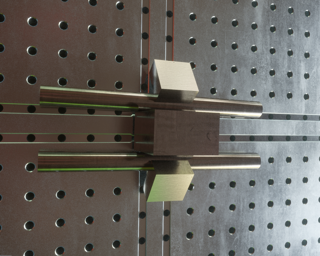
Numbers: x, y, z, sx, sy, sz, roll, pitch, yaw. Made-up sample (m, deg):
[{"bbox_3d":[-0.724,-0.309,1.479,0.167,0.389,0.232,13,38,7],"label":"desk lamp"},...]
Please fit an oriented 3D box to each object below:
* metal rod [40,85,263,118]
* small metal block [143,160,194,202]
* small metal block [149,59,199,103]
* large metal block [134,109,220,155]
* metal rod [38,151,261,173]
[{"bbox_3d":[0.004,-0.032,0.409,0.302,0.025,0.025,2,90,-20],"label":"metal rod"},{"bbox_3d":[0.010,0.068,0.400,0.050,0.025,0.050,3,127,-21],"label":"small metal block"},{"bbox_3d":[0.017,-0.060,0.403,0.050,0.025,0.050,1,55,-20],"label":"small metal block"},{"bbox_3d":[0.018,0.006,0.385,0.081,0.080,0.050,2,90,-20],"label":"large metal block"},{"bbox_3d":[0.001,0.044,0.410,0.302,0.025,0.025,2,90,-20],"label":"metal rod"}]
